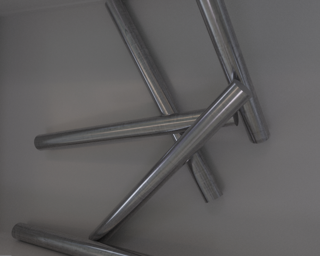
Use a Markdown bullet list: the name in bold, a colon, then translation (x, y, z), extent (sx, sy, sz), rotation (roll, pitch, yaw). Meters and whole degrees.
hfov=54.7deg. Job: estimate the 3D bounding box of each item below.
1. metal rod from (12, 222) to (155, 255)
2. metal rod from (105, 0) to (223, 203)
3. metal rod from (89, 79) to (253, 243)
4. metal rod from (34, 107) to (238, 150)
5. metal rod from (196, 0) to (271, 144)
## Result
- **metal rod**: translation (-0.091, 0.164, 0.414), extent (0.300, 0.025, 0.025), rotation (1, 91, 29)
- **metal rod**: translation (0.001, -0.044, 0.410), extent (0.025, 0.025, 0.299), rotation (-30, 80, 17)
- **metal rod**: translation (-0.004, 0.060, 0.374), extent (0.025, 0.025, 0.299), rotation (48, 118, 13)
- **metal rod**: translation (-0.050, 0.004, 0.409), extent (0.300, 0.025, 0.025), rotation (-8, 88, 26)
- **metal rod**: translation (0.056, -0.110, 0.310), extent (0.025, 0.025, 0.299), rotation (-19, 115, 19)
